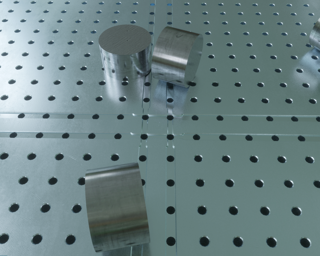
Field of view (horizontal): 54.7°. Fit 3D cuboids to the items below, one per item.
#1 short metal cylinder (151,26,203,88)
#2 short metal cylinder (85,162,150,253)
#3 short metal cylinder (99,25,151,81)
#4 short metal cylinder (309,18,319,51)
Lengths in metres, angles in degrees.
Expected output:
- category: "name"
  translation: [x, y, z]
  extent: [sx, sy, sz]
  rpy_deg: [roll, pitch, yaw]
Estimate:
- category: "short metal cylinder"
  translation: [0.027, -0.105, 0.460]
  extent: [0.050, 0.080, 0.080]
  rpy_deg: [19, 53, 15]
- category: "short metal cylinder"
  translation: [-0.041, 0.077, 0.307]
  extent: [0.050, 0.080, 0.080]
  rpy_deg: [-8, 51, -7]
- category: "short metal cylinder"
  translation: [-0.053, -0.120, 0.492]
  extent: [0.081, 0.050, 0.080]
  rpy_deg: [0, 50, 0]
- category: "short metal cylinder"
  translation: [0.295, -0.157, 0.505]
  extent: [0.081, 0.080, 0.050]
  rpy_deg: [-24, 54, -19]
